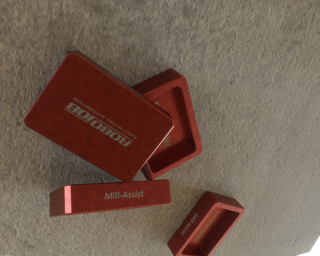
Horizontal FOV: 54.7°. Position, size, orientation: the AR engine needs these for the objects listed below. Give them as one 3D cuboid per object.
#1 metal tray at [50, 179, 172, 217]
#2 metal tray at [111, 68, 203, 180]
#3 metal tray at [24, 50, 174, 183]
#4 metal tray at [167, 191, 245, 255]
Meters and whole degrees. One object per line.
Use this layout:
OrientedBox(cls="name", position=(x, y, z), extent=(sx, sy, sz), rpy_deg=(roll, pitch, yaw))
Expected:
OrientedBox(cls="metal tray", position=(-0.062, 0.088, 0.389), extent=(0.131, 0.090, 0.030), rpy_deg=(3, 73, -30))
OrientedBox(cls="metal tray", position=(0.001, -0.001, 0.404), extent=(0.091, 0.030, 0.129), rpy_deg=(-27, 128, -12))
OrientedBox(cls="metal tray", position=(-0.062, -0.010, 0.335), extent=(0.130, 0.030, 0.090), rpy_deg=(34, 101, -18))
OrientedBox(cls="metal tray", position=(0.084, 0.181, 0.564), extent=(0.090, 0.030, 0.129), rpy_deg=(24, 106, -37))
